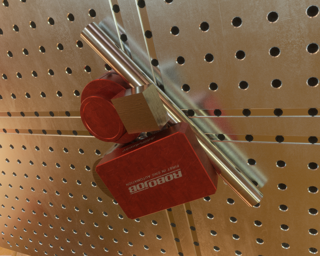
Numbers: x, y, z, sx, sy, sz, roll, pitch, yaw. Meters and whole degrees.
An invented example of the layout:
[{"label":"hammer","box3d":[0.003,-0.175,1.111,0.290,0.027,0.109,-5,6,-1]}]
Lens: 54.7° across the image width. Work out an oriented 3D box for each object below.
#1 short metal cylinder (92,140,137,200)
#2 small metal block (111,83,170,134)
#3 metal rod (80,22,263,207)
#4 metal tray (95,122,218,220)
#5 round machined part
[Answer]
[{"label":"short metal cylinder","box3d":[-0.051,0.063,0.455,0.080,0.050,0.079,13,124,21]},{"label":"small metal block","box3d":[-0.024,-0.022,0.375,0.050,0.025,0.050,-8,117,37]},{"label":"metal rod","box3d":[0.017,-0.014,0.388,0.300,0.025,0.025,45,129,-4]},{"label":"metal tray","box3d":[-0.004,0.057,0.391,0.130,0.030,0.090,-24,106,23]},{"label":"round machined part","box3d":[-0.067,-0.020,0.417,0.098,0.042,0.097,14,125,21]}]
